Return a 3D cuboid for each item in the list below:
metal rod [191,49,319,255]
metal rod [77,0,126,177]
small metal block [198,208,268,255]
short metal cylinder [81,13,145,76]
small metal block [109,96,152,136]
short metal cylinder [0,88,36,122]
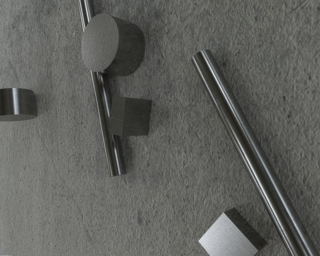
[{"bbox_3d":[0.104,0.046,0.318,0.025,0.025,0.299,-36,68,34],"label":"metal rod"},{"bbox_3d":[-0.093,-0.074,0.481,0.025,0.025,0.299,-20,77,38],"label":"metal rod"},{"bbox_3d":[0.079,0.126,0.340,0.050,0.025,0.050,47,118,29],"label":"small metal block"},{"bbox_3d":[-0.068,-0.117,0.445,0.080,0.050,0.079,0,90,40],"label":"short metal cylinder"},{"bbox_3d":[-0.039,-0.016,0.421,0.025,0.050,0.050,11,97,39],"label":"small metal block"},{"bbox_3d":[-0.288,-0.044,0.607,0.080,0.081,0.050,-12,83,39],"label":"short metal cylinder"}]
